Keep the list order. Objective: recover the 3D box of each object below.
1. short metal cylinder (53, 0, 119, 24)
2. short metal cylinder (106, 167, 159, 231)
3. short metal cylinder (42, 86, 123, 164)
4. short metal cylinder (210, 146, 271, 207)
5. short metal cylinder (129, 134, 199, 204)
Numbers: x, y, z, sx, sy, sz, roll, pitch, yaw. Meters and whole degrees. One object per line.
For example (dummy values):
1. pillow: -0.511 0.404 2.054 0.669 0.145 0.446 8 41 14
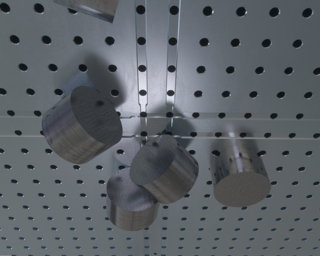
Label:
1. short metal cylinder: -0.053 -0.136 0.259 0.050 0.080 0.079 17 128 -14
2. short metal cylinder: -0.040 0.105 0.465 0.081 0.080 0.050 5 130 -5
3. short metal cylinder: -0.091 -0.003 0.372 0.050 0.080 0.080 -32 123 24
4. short metal cylinder: 0.117 0.073 0.458 0.081 0.050 0.079 0 130 0
5. short metal cylinder: 0.005 0.056 0.423 0.080 0.080 0.050 -30 124 23
